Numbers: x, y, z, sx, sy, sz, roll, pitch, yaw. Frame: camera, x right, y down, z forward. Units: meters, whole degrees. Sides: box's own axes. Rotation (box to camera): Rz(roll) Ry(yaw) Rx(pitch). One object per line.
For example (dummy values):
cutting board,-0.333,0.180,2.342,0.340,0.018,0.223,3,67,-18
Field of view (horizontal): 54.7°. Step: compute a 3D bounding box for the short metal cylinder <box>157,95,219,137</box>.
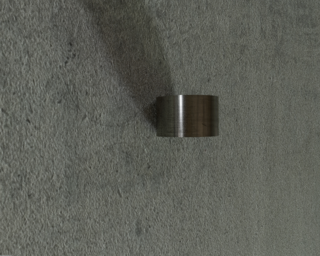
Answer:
short metal cylinder,0.036,-0.015,0.403,0.081,0.080,0.050,-1,91,-40
